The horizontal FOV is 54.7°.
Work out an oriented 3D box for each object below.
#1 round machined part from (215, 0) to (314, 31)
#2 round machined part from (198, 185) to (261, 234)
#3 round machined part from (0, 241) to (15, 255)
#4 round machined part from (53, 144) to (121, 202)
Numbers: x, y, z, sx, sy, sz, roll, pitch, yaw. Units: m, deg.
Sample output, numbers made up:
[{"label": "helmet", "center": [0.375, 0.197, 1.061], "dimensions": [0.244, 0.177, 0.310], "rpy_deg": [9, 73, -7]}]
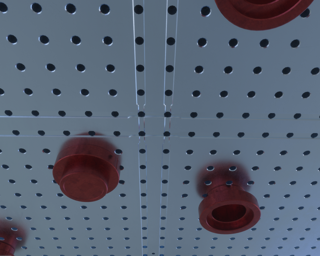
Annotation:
[{"label": "round machined part", "center": [0.094, -0.143, 0.280], "dimensions": [0.099, 0.042, 0.097], "rpy_deg": [-1, 130, 0]}, {"label": "round machined part", "center": [0.113, 0.132, 0.515], "dimensions": [0.099, 0.042, 0.097], "rpy_deg": [-1, 130, 0]}, {"label": "round machined part", "center": [-0.333, 0.262, 0.619], "dimensions": [0.099, 0.042, 0.097], "rpy_deg": [-1, 130, 0]}, {"label": "round machined part", "center": [-0.110, 0.074, 0.462], "dimensions": [0.099, 0.042, 0.097], "rpy_deg": [-1, 130, 0]}]
